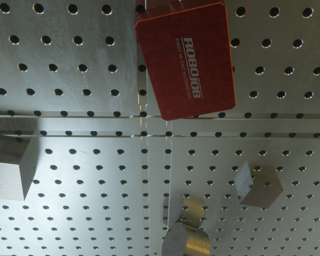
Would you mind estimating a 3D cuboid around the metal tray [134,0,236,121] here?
[{"bbox_3d":[0.033,-0.072,0.347,0.090,0.030,0.129,-11,130,8],"label":"metal tray"}]

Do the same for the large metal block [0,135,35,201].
[{"bbox_3d":[-0.230,0.056,0.440,0.081,0.050,0.079,8,130,-7],"label":"large metal block"}]

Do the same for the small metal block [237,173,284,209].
[{"bbox_3d":[0.160,0.102,0.500,0.050,0.025,0.050,12,129,-10],"label":"small metal block"}]

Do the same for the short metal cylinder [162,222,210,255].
[{"bbox_3d":[0.046,0.218,0.562,0.050,0.080,0.080,27,125,-21],"label":"short metal cylinder"}]
